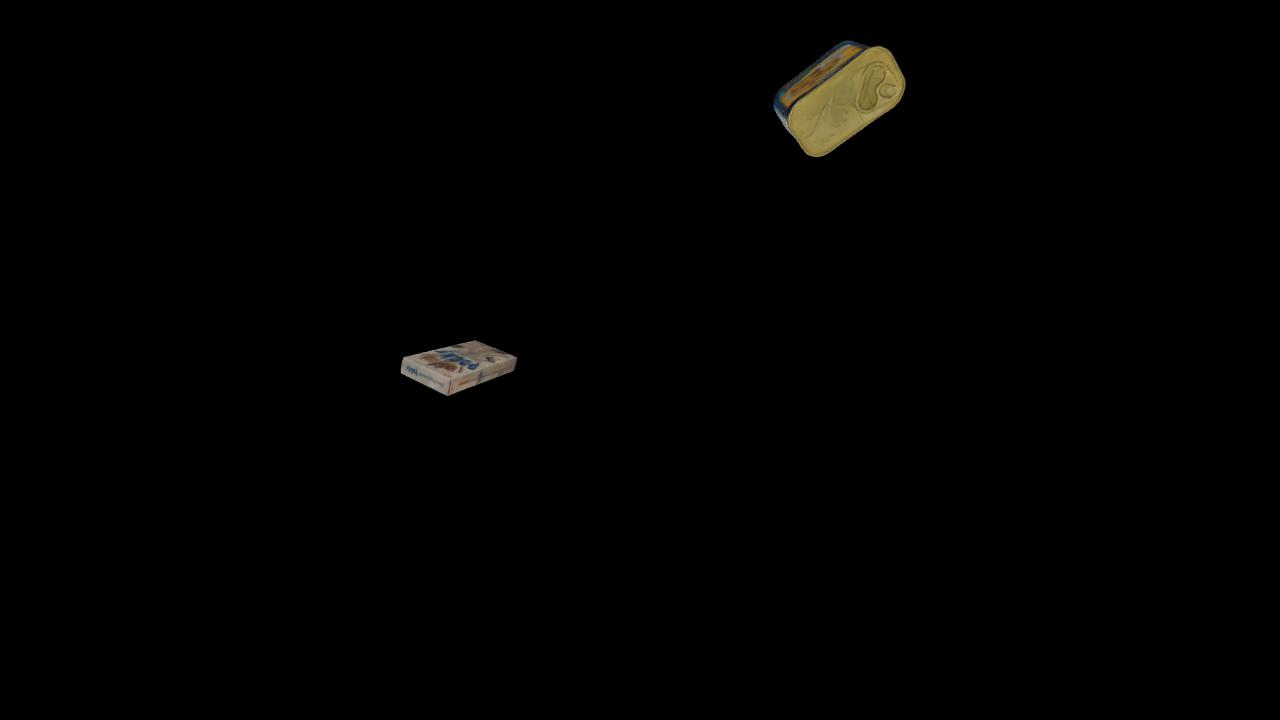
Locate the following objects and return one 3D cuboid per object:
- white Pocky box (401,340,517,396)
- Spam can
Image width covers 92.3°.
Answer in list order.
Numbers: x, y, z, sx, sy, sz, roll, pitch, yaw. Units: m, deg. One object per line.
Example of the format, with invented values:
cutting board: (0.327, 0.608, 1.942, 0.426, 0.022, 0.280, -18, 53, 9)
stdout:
white Pocky box: (-0.252, 0.008, 0.871, 0.084, 0.028, 0.154, 22, 19, 18)
Spam can: (0.181, -0.248, 0.578, 0.101, 0.058, 0.085, -33, 28, 18)
